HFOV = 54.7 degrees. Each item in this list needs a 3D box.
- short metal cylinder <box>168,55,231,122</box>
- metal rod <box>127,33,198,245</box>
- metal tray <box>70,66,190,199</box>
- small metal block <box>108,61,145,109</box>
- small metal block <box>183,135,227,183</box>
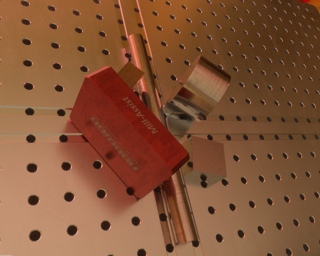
[{"bbox_3d":[0.055,-0.056,0.438,0.050,0.080,0.080,33,51,-7],"label":"short metal cylinder"},{"bbox_3d":[-0.004,-0.003,0.409,0.025,0.025,0.299,0,62,-29],"label":"metal rod"},{"bbox_3d":[-0.039,0.008,0.341,0.130,0.090,0.030,48,51,5],"label":"metal tray"},{"bbox_3d":[-0.050,-0.049,0.395,0.025,0.050,0.050,36,51,-5],"label":"small metal block"},{"bbox_3d":[0.059,0.043,0.417,0.050,0.025,0.050,14,56,-21],"label":"small metal block"}]
